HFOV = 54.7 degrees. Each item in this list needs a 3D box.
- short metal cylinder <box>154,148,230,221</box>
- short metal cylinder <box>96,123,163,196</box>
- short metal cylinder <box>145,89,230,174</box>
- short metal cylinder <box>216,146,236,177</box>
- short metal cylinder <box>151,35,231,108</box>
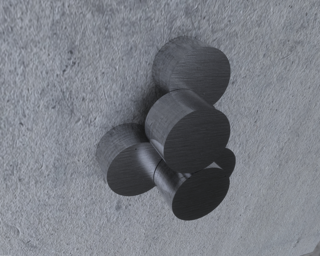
[{"bbox_3d":[0.039,0.068,0.390,0.081,0.050,0.079,-14,124,-21],"label":"short metal cylinder"},{"bbox_3d":[-0.036,0.040,0.397,0.081,0.050,0.079,-14,124,-21],"label":"short metal cylinder"},{"bbox_3d":[0.030,0.003,0.344,0.081,0.050,0.079,-14,124,-21],"label":"short metal cylinder"},{"bbox_3d":[0.063,0.049,0.456,0.081,0.050,0.079,-14,124,-21],"label":"short metal cylinder"},{"bbox_3d":[0.036,-0.065,0.372,0.081,0.050,0.079,-14,124,-21],"label":"short metal cylinder"}]
